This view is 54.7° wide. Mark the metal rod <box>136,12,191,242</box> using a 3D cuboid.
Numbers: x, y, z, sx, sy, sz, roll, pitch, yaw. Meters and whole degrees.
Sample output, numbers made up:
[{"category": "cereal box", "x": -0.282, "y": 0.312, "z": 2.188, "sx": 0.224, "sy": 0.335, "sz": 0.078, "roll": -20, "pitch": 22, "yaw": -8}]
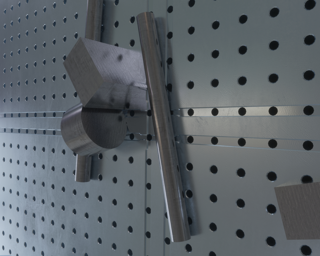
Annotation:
[{"category": "metal rod", "x": 0.003, "y": -0.007, "z": 0.406, "sx": 0.025, "sy": 0.025, "sz": 0.298, "roll": -15, "pitch": 80, "yaw": 39}]

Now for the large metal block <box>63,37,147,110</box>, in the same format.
[{"category": "large metal block", "x": -0.076, "y": -0.074, "z": 0.436, "sx": 0.050, "sy": 0.081, "sz": 0.080, "roll": -44, "pitch": 64, "yaw": 31}]

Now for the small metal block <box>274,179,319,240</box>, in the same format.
[{"category": "small metal block", "x": 0.143, "y": 0.076, "z": 0.292, "sx": 0.050, "sy": 0.025, "sz": 0.050, "roll": -18, "pitch": 79, "yaw": 38}]

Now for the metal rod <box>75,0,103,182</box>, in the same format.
[{"category": "metal rod", "x": -0.116, "y": -0.061, "z": 0.504, "sx": 0.025, "sy": 0.025, "sz": 0.298, "roll": 9, "pitch": 95, "yaw": 39}]

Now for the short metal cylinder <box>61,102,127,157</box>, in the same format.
[{"category": "short metal cylinder", "x": -0.095, "y": -0.002, "z": 0.452, "sx": 0.050, "sy": 0.081, "sz": 0.080, "roll": -21, "pitch": 77, "yaw": 38}]
